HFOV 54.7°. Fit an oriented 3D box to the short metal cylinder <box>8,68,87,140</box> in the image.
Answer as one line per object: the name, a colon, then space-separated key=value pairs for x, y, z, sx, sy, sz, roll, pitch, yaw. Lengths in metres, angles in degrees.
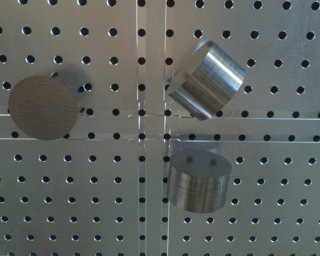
short metal cylinder: x=-0.137 y=-0.031 z=0.387 sx=0.081 sy=0.050 sz=0.079 roll=0 pitch=110 yaw=-1

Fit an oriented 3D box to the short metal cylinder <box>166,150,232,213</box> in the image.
short metal cylinder: x=0.051 y=0.068 z=0.410 sx=0.081 sy=0.080 sz=0.050 roll=4 pitch=110 yaw=-2

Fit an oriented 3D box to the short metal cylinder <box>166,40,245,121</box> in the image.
short metal cylinder: x=0.053 y=-0.055 z=0.365 sx=0.050 sy=0.080 sz=0.080 roll=38 pitch=105 yaw=-13
